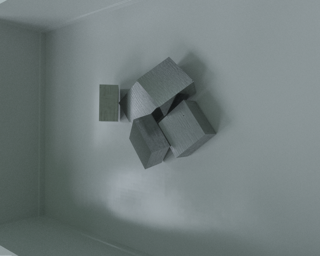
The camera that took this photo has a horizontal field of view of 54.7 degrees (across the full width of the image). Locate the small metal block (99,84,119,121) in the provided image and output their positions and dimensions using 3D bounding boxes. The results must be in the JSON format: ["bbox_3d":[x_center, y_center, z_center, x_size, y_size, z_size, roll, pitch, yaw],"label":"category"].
[{"bbox_3d":[-0.072,-0.034,0.444,0.050,0.025,0.050,-177,88,-83],"label":"small metal block"}]

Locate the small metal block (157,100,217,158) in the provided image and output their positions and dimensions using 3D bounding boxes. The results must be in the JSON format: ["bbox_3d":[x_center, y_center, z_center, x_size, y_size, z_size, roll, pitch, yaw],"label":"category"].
[{"bbox_3d":[0.032,0.001,0.377,0.050,0.025,0.050,-43,64,31],"label":"small metal block"}]

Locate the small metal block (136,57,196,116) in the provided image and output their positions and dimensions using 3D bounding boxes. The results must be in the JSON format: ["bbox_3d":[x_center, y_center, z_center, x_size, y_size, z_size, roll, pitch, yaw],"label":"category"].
[{"bbox_3d":[0.008,-0.051,0.381,0.050,0.025,0.050,-37,62,-5],"label":"small metal block"}]

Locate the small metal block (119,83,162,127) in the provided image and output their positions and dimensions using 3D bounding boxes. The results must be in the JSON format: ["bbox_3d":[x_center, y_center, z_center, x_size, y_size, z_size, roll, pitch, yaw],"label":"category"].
[{"bbox_3d":[-0.023,-0.031,0.421,0.050,0.025,0.050,-45,64,30],"label":"small metal block"}]

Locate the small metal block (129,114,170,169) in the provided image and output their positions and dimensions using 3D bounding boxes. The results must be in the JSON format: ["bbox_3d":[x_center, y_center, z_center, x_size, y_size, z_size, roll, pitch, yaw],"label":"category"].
[{"bbox_3d":[-0.015,0.018,0.400,0.050,0.025,0.050,60,155,22],"label":"small metal block"}]
